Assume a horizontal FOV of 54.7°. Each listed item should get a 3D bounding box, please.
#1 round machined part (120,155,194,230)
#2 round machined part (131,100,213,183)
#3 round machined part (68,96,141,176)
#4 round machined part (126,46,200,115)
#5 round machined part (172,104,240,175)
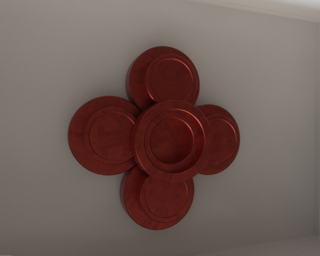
[{"bbox_3d":[0.001,0.083,0.400,0.099,0.042,0.097,1,88,-21],"label":"round machined part"},{"bbox_3d":[0.011,0.016,0.381,0.099,0.042,0.097,0,90,-20],"label":"round machined part"},{"bbox_3d":[-0.060,0.009,0.377,0.099,0.042,0.097,0,90,-20],"label":"round machined part"},{"bbox_3d":[0.008,-0.058,0.401,0.099,0.042,0.097,0,90,-20],"label":"round machined part"},{"bbox_3d":[0.069,0.016,0.424,0.099,0.042,0.097,0,90,-20],"label":"round machined part"}]
